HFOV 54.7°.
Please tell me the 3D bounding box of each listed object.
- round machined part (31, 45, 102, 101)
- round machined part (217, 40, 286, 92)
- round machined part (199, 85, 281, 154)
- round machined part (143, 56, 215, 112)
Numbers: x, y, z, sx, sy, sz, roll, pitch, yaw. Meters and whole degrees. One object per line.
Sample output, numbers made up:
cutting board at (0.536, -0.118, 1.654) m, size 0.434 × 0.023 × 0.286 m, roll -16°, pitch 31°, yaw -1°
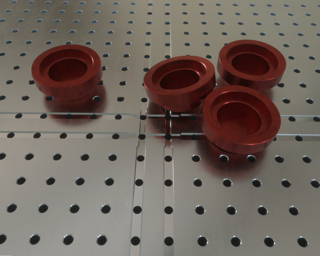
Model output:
round machined part at (-0.135, -0.078, 0.461) m, size 0.099 × 0.042 × 0.098 m, roll 0°, pitch 50°, yaw 0°
round machined part at (0.136, -0.089, 0.473) m, size 0.099 × 0.042 × 0.098 m, roll 0°, pitch 50°, yaw 0°
round machined part at (0.100, -0.006, 0.401) m, size 0.099 × 0.042 × 0.098 m, roll 2°, pitch 52°, yaw -3°
round machined part at (0.029, -0.059, 0.437) m, size 0.098 × 0.042 × 0.098 m, roll -8°, pitch 40°, yaw 7°
